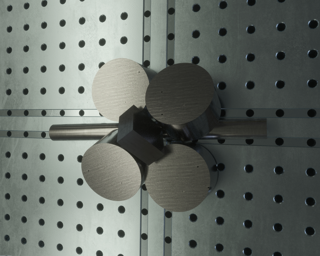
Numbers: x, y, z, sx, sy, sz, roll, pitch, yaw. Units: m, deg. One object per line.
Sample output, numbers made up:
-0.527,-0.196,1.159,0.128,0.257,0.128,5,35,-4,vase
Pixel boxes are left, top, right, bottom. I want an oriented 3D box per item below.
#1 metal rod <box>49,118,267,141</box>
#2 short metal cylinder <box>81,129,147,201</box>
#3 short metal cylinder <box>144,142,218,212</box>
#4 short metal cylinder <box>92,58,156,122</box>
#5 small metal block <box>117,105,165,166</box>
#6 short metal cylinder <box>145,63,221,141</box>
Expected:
-0.016,0.004,0.414,0.301,0.025,0.025,-1,90,19,metal rod
-0.053,0.046,0.401,0.080,0.050,0.079,6,112,16,short metal cylinder
0.027,0.058,0.385,0.080,0.050,0.079,0,90,20,short metal cylinder
-0.042,-0.048,0.410,0.080,0.050,0.079,0,90,20,short metal cylinder
-0.022,0.008,0.365,0.025,0.050,0.050,-38,120,22,small metal block
0.029,-0.030,0.371,0.080,0.050,0.080,-8,64,17,short metal cylinder
